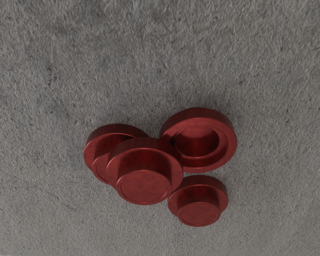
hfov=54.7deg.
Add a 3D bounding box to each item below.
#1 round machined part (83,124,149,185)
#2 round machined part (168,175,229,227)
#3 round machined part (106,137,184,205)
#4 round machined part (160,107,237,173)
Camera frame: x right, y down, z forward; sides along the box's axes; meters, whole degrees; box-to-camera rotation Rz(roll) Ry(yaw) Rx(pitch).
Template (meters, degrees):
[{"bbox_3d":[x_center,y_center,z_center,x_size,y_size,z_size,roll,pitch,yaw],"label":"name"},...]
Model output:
[{"bbox_3d":[-0.057,0.044,0.433,0.099,0.042,0.097,0,130,0],"label":"round machined part"},{"bbox_3d":[0.062,0.124,0.502,0.099,0.042,0.097,0,130,0],"label":"round machined part"},{"bbox_3d":[-0.019,0.061,0.393,0.099,0.042,0.097,0,130,0],"label":"round machined part"},{"bbox_3d":[0.048,0.012,0.406,0.099,0.042,0.097,0,130,0],"label":"round machined part"}]
